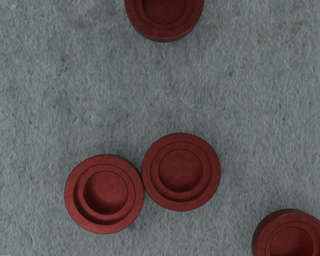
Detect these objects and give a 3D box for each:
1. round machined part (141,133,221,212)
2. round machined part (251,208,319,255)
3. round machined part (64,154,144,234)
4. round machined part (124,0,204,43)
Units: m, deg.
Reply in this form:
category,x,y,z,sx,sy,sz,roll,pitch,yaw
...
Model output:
category,x,y,z,sx,sy,sz,roll,pitch,yaw
round machined part,0.026,0.054,0.402,0.099,0.042,0.097,0,90,-1
round machined part,0.168,0.153,0.404,0.099,0.042,0.097,0,90,-1
round machined part,-0.068,0.082,0.400,0.099,0.042,0.097,0,90,1
round machined part,0.005,-0.159,0.401,0.099,0.042,0.097,0,90,-1
